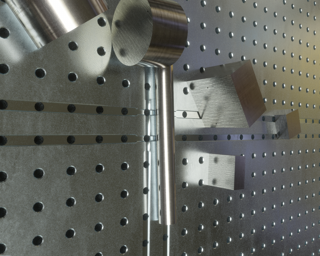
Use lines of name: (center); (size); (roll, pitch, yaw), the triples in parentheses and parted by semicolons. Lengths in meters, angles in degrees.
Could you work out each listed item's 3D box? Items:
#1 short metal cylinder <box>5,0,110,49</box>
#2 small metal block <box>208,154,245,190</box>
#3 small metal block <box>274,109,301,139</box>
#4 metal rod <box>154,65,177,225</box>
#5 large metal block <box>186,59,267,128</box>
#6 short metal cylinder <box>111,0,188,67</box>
short metal cylinder: (-0.095, -0.117, 0.293); (0.080, 0.080, 0.050); (-44, 117, -31)
small metal block: (0.102, 0.066, 0.479); (0.025, 0.050, 0.050); (5, 87, -40)
small metal block: (0.258, -0.008, 0.625); (0.050, 0.025, 0.050); (-20, 103, -38)
metal rod: (0.006, -0.022, 0.414); (0.025, 0.025, 0.298); (-3, 92, -40)
large metal block: (0.097, -0.047, 0.454); (0.050, 0.080, 0.080); (-39, 114, -33)
short metal cylinder: (-0.014, -0.112, 0.361); (0.050, 0.080, 0.079); (-6, 94, -40)
